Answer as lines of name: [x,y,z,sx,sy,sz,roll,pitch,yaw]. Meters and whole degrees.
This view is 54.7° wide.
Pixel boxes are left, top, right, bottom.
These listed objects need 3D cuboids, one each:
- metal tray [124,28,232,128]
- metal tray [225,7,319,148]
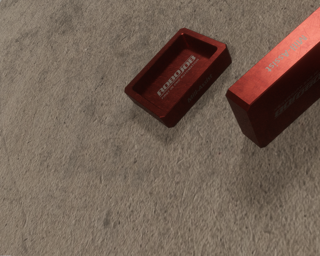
metal tray: [0.024,-0.073,0.431,0.130,0.030,0.090,-48,52,-6]
metal tray: [0.135,-0.048,0.320,0.130,0.090,0.030,-42,51,-1]
